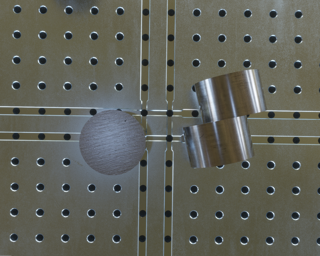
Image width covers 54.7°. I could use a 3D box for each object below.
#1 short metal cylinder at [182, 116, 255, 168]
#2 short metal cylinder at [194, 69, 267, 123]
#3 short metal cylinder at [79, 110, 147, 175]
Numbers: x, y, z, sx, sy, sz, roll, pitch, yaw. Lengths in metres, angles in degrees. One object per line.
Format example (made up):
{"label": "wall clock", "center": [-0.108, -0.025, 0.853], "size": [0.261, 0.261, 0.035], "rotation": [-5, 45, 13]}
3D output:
{"label": "short metal cylinder", "center": [0.072, 0.016, 0.386], "size": [0.080, 0.080, 0.050], "rotation": [-12, 90, 0]}
{"label": "short metal cylinder", "center": [0.087, -0.038, 0.386], "size": [0.080, 0.080, 0.050], "rotation": [-12, 90, 0]}
{"label": "short metal cylinder", "center": [-0.058, 0.017, 0.400], "size": [0.081, 0.050, 0.079], "rotation": [0, 90, 0]}
